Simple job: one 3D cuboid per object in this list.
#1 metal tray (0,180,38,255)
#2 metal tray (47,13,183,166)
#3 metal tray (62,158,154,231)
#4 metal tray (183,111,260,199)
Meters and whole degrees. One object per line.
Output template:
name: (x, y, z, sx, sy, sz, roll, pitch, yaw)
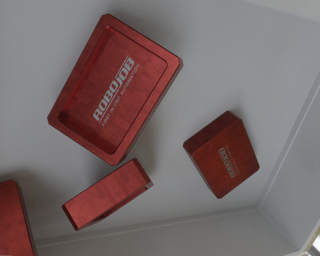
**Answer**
metal tray: (-0.183, 0.131, 0.326, 0.091, 0.130, 0.030, -16, 161, -20)
metal tray: (-0.047, -0.038, 0.323, 0.090, 0.030, 0.129, 33, 103, 4)
metal tray: (-0.054, 0.080, 0.376, 0.090, 0.030, 0.130, -33, 169, -7)
metal tray: (0.101, 0.046, 0.492, 0.090, 0.030, 0.130, -36, 130, -4)
